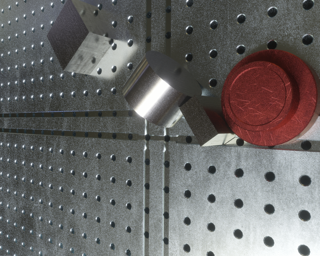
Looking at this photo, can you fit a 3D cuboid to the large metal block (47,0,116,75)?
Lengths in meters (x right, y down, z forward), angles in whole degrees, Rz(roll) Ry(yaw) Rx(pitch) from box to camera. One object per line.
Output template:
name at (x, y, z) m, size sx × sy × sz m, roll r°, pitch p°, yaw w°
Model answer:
large metal block at (-0.128, -0.145, 0.496) m, size 0.080 × 0.050 × 0.080 m, roll -44°, pitch 64°, yaw 31°

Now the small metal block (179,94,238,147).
small metal block at (0.056, -0.008, 0.346) m, size 0.025 × 0.050 × 0.050 m, roll -41°, pitch 66°, yaw 32°

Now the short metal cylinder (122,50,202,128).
short metal cylinder at (0.003, -0.047, 0.370) m, size 0.050 × 0.081 × 0.080 m, roll -50°, pitch 61°, yaw 28°

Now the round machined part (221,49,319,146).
round machined part at (0.105, -0.030, 0.311) m, size 0.098 × 0.042 × 0.097 m, roll 0°, pitch 90°, yaw 39°
